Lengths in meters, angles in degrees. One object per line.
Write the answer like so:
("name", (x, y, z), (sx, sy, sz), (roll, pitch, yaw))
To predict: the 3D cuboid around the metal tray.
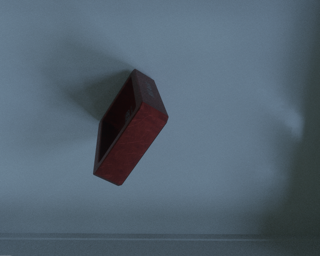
("metal tray", (-0.037, -0.008, 0.350), (0.030, 0.130, 0.090), (30, 107, -20))
